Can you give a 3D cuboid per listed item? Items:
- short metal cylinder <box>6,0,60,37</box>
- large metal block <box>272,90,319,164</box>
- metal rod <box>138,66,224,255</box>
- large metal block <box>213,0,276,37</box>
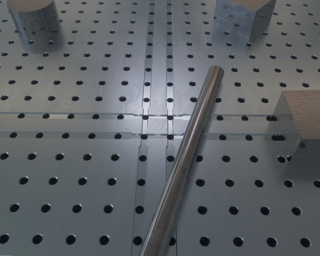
[{"bbox_3d":[-0.230,-0.210,0.567,0.080,0.050,0.080,0,50,0],"label":"short metal cylinder"},{"bbox_3d":[0.200,-0.003,0.395,0.081,0.050,0.080,-1,50,-1],"label":"large metal block"},{"bbox_3d":[0.038,0.022,0.388,0.025,0.025,0.301,15,51,12],"label":"metal rod"},{"bbox_3d":[0.160,-0.226,0.582,0.080,0.050,0.080,33,57,25],"label":"large metal block"}]
